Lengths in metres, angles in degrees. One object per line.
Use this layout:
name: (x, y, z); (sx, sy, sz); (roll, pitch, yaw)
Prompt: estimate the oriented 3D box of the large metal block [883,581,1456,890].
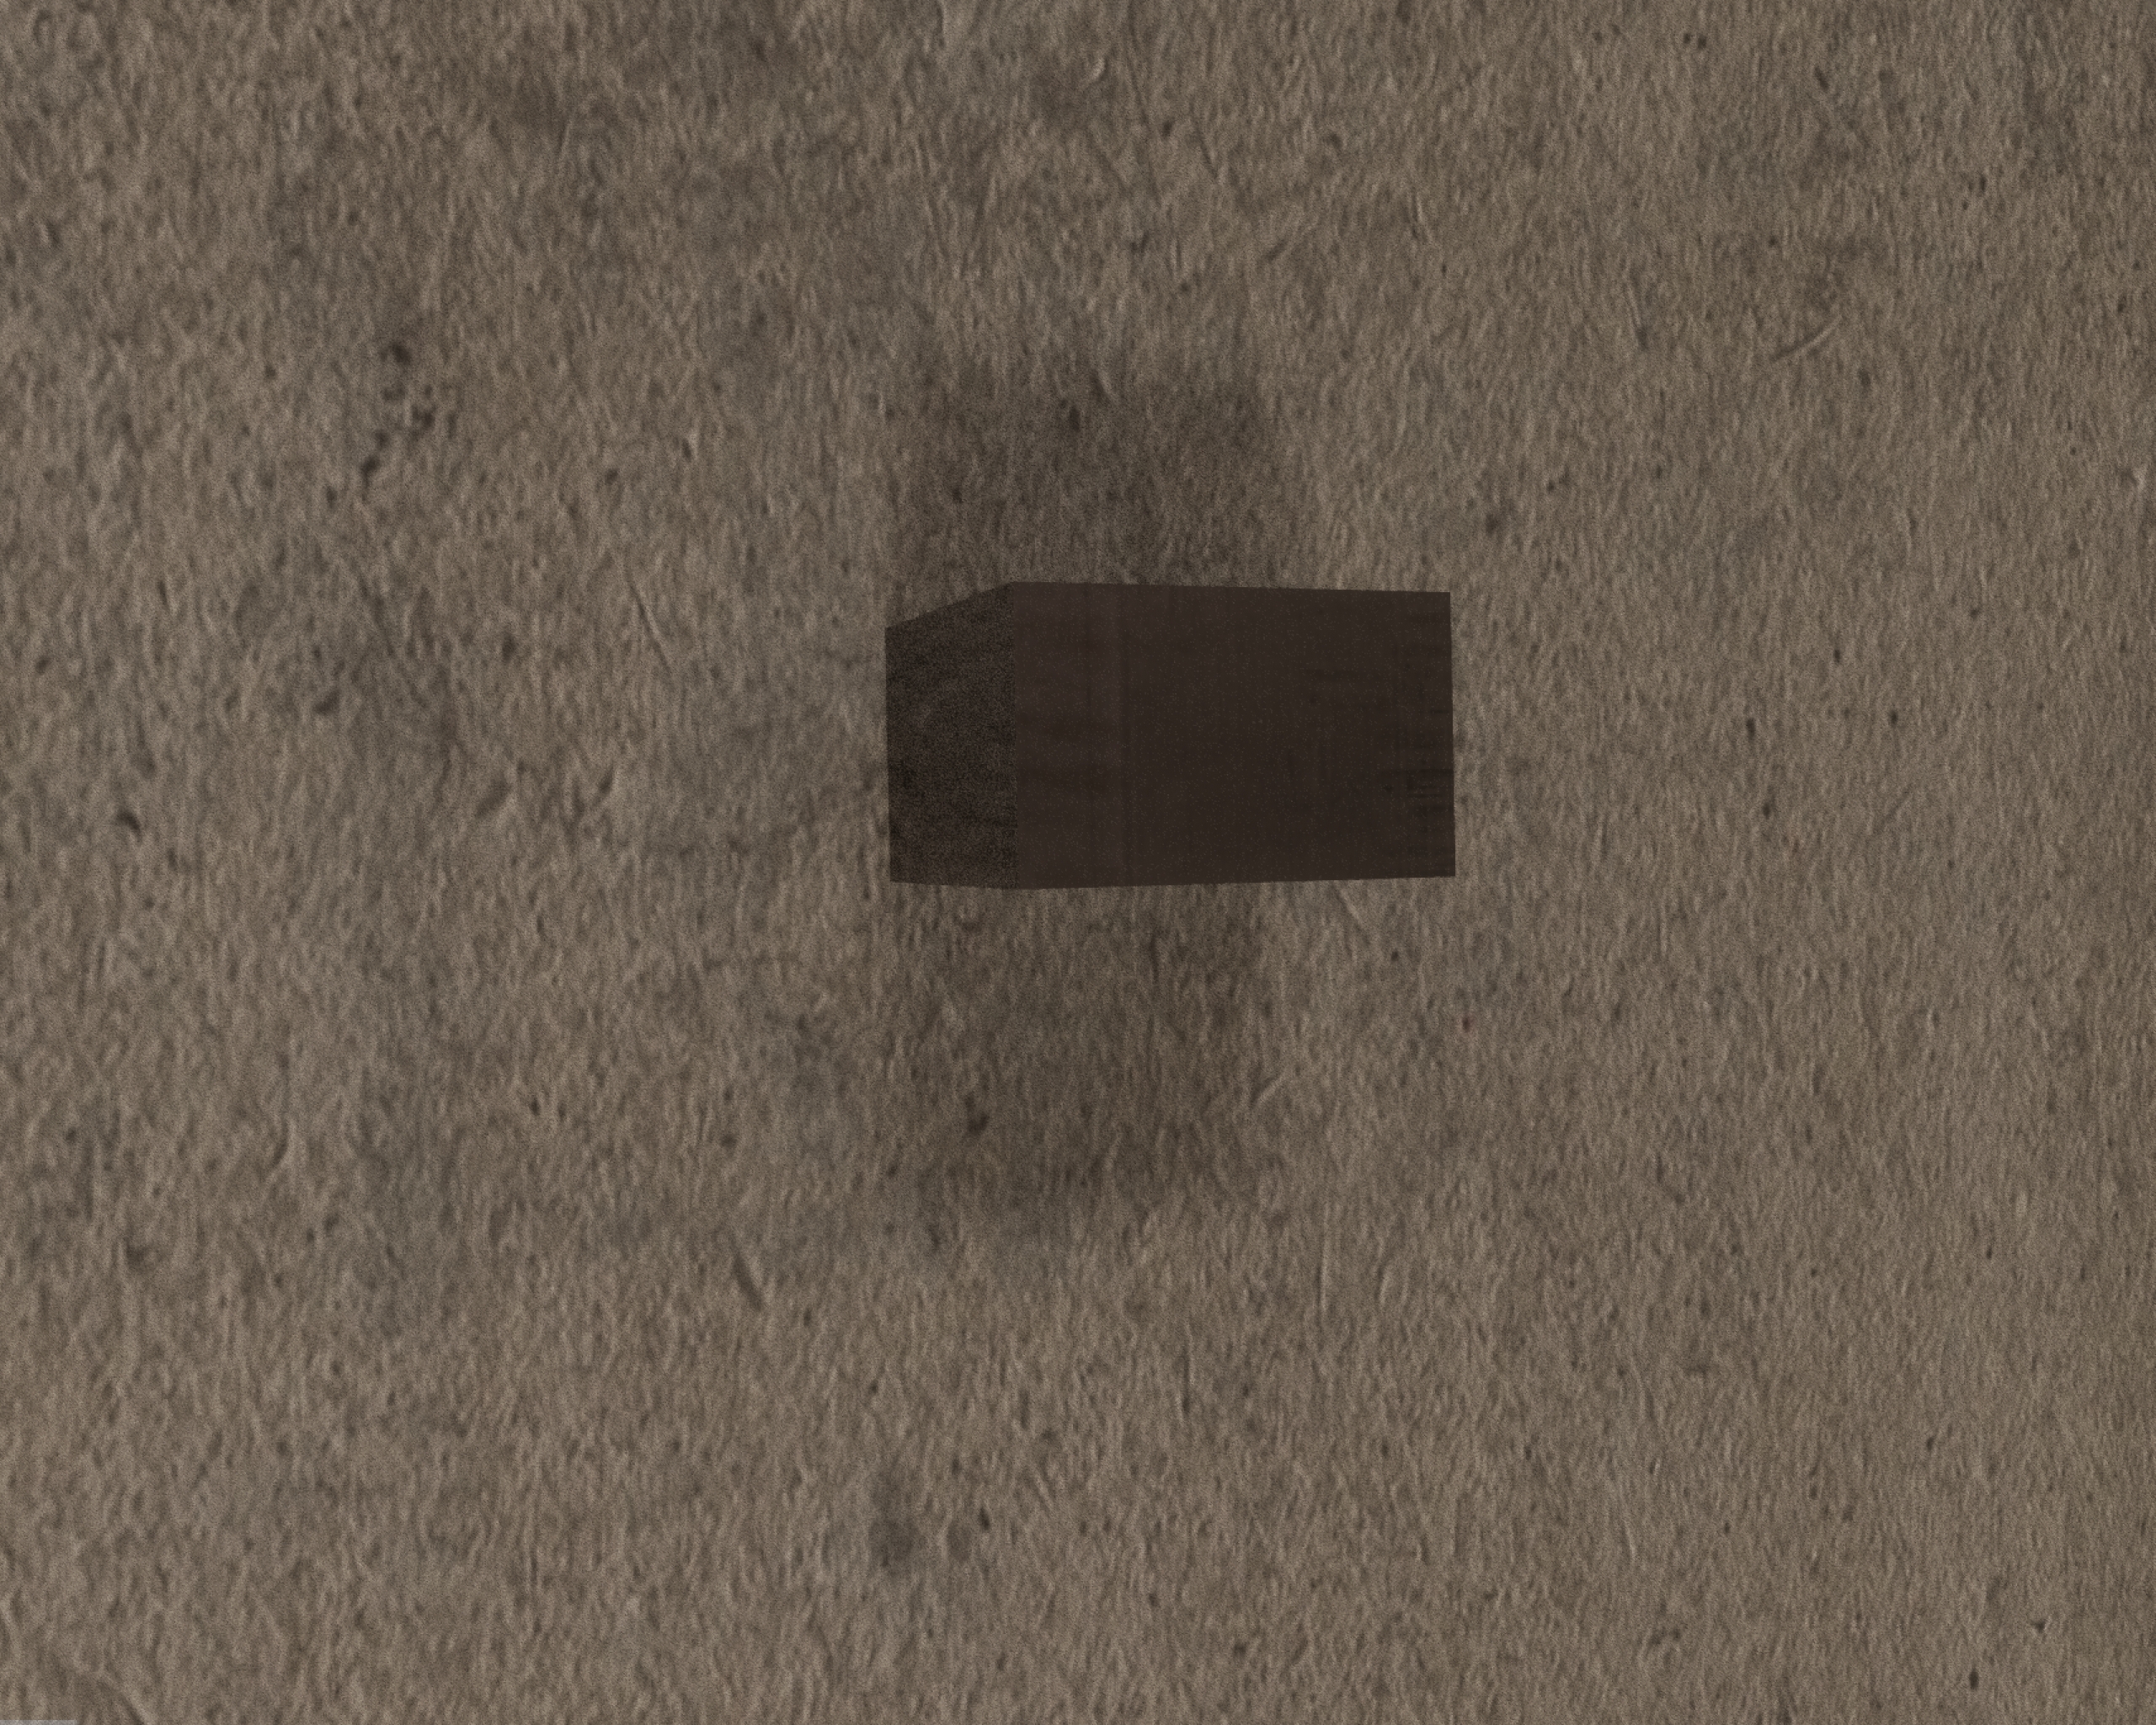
large metal block: (0.014, -0.022, 0.387); (0.081, 0.080, 0.050); (-1, 91, -20)
